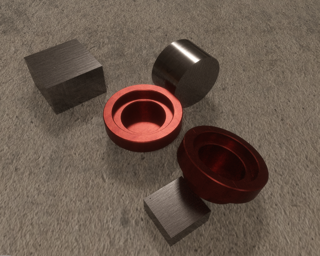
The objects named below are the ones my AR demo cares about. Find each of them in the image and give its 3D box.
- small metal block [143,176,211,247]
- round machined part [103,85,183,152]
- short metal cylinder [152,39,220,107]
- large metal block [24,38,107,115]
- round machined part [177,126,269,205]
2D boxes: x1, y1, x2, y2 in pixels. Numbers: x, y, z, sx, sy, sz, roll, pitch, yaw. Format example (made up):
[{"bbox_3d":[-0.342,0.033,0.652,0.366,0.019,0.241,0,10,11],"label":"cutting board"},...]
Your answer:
[{"bbox_3d":[0.017,0.088,0.330,0.050,0.025,0.050,-27,56,-22],"label":"small metal block"},{"bbox_3d":[-0.021,-0.008,0.398,0.099,0.042,0.098,0,50,0],"label":"round machined part"},{"bbox_3d":[0.036,-0.076,0.432,0.081,0.080,0.050,-30,57,-23],"label":"short metal cylinder"},{"bbox_3d":[-0.136,-0.077,0.450,0.081,0.050,0.080,-29,56,-23],"label":"large metal block"},{"bbox_3d":[0.064,0.044,0.341,0.099,0.042,0.098,16,35,-11],"label":"round machined part"}]
